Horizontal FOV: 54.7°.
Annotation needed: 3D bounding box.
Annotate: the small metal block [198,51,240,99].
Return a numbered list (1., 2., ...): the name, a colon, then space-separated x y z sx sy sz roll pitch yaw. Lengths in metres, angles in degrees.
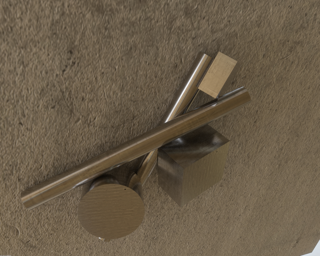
1. small metal block: 0.077 -0.066 0.393 0.050 0.025 0.050 -61 167 15

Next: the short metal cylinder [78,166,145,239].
1. short metal cylinder: -0.062 0.094 0.400 0.081 0.050 0.079 -2 110 -6

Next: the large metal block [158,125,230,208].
1. large metal block: 0.045 0.049 0.428 0.081 0.050 0.079 -27 138 -27

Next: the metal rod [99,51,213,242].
1. metal rod: -0.011 0.036 0.424 0.025 0.025 0.298 19 109 -36

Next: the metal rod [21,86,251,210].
1. metal rod: -0.026 0.023 0.386 0.301 0.025 0.025 -26 128 -4
